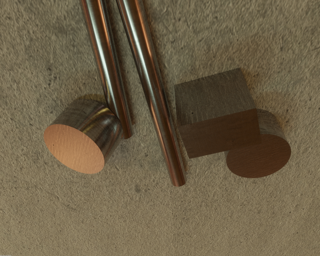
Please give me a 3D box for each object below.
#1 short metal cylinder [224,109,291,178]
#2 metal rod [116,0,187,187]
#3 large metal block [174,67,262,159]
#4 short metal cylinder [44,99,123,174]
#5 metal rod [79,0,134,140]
[{"bbox_3d":[0.124,0.021,0.410,0.081,0.050,0.079,0,130,0],"label":"short metal cylinder"},{"bbox_3d":[-0.003,-0.031,0.380,0.025,0.025,0.299,-10,130,8],"label":"metal rod"},{"bbox_3d":[0.064,-0.018,0.356,0.080,0.080,0.050,-14,129,11],"label":"large metal block"},{"bbox_3d":[-0.093,0.011,0.383,0.080,0.050,0.079,14,134,15],"label":"short metal cylinder"},{"bbox_3d":[-0.063,-0.106,0.316,0.025,0.025,0.298,-5,130,4],"label":"metal rod"}]
